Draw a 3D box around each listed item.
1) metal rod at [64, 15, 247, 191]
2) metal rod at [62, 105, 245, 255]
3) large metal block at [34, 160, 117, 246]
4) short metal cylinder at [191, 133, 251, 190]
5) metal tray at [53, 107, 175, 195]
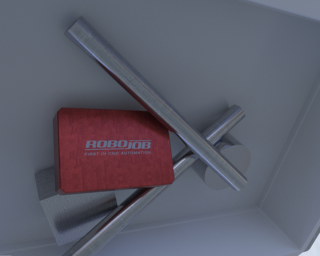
[{"bbox_3d":[0.014,-0.011,0.371,0.025,0.025,0.300,-46,117,4],"label":"metal rod"},{"bbox_3d":[0.005,0.066,0.404,0.301,0.025,0.025,-39,131,-20],"label":"metal rod"},{"bbox_3d":[-0.101,0.088,0.387,0.081,0.050,0.079,-18,126,-19],"label":"large metal block"},{"bbox_3d":[0.089,0.047,0.469,0.081,0.050,0.079,-14,125,-21],"label":"short metal cylinder"},{"bbox_3d":[-0.051,0.026,0.357,0.131,0.030,0.090,1,74,-28],"label":"metal tray"}]
